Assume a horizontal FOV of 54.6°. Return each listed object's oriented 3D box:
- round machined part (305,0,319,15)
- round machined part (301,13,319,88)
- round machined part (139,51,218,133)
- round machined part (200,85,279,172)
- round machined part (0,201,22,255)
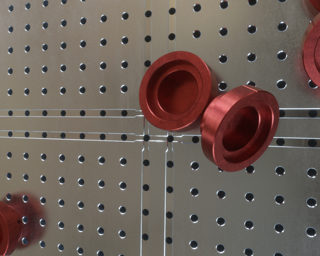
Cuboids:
[{"bbox_3d":[0.207,-0.164,0.330,0.098,0.042,0.097,0,90,20],"label":"round machined part"},{"bbox_3d":[0.198,-0.086,0.319,0.098,0.042,0.097,8,123,13],"label":"round machined part"},{"bbox_3d":[0.026,-0.042,0.387,0.098,0.042,0.098,-6,78,30],"label":"round machined part"},{"bbox_3d":[0.085,-0.003,0.352,0.042,0.099,0.098,38,104,48],"label":"round machined part"},{"bbox_3d":[-0.265,0.163,0.498,0.098,0.042,0.097,0,90,20],"label":"round machined part"}]
